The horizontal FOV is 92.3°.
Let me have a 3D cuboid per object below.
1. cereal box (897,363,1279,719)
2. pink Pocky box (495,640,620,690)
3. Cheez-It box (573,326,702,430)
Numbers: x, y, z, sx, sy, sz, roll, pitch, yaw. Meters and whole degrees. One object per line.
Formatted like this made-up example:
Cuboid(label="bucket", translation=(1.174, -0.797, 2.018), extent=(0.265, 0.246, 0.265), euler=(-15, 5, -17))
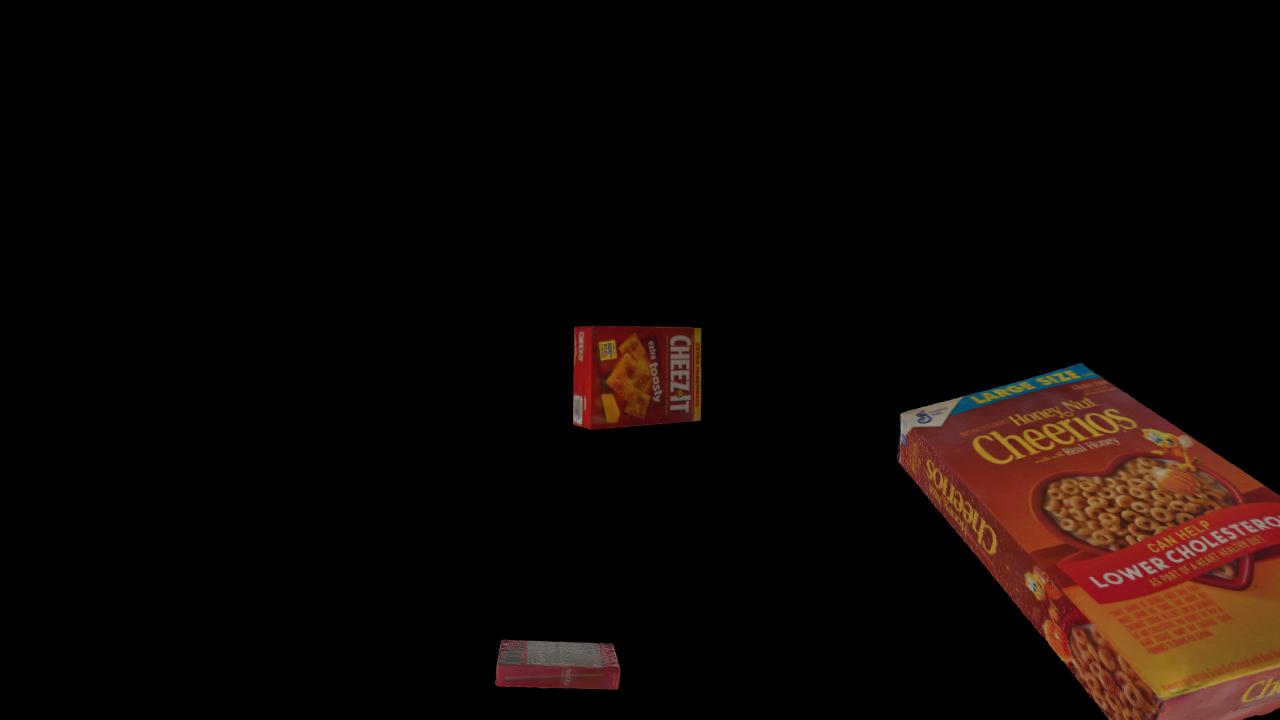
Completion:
Cuboid(label="cereal box", translation=(0.389, 0.130, 0.518), extent=(0.203, 0.081, 0.306), euler=(-14, 33, -3))
Cuboid(label="pink Pocky box", translation=(-0.107, 0.395, 0.800), extent=(0.155, 0.029, 0.084), euler=(6, -4, -9))
Cuboid(label="Cheez-It box", translation=(-0.001, 0.026, 1.034), extent=(0.223, 0.166, 0.071), euler=(-1, 4, -33))
